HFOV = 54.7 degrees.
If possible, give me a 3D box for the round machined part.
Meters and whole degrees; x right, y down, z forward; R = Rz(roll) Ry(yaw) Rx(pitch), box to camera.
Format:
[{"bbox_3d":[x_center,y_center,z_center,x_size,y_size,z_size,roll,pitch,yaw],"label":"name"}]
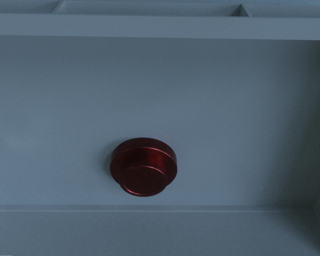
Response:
[{"bbox_3d":[-0.024,0.064,0.452,0.099,0.042,0.097,-1,130,0],"label":"round machined part"}]
